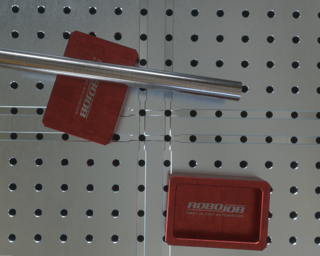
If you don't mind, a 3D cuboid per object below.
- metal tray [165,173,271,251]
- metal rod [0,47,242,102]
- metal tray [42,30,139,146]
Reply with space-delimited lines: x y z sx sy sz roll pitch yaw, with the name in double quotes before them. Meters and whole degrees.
"metal tray" 0.075 0.110 0.411 0.131 0.030 0.089 4 90 -1
"metal rod" -0.051 -0.066 0.382 0.302 0.025 0.025 8 90 -1
"metal tray" -0.089 -0.051 0.410 0.090 0.030 0.129 18 90 -1
